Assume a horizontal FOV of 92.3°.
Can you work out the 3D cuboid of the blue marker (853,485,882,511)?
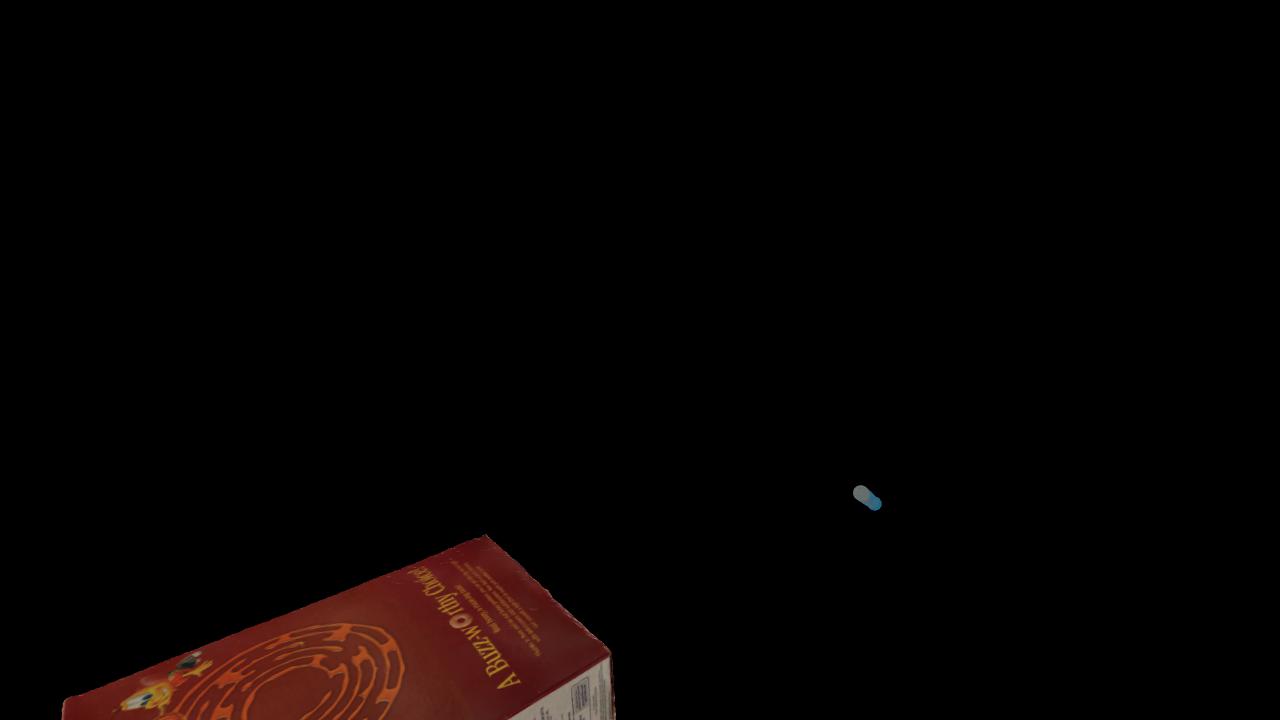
[{"bbox_3d":[0.294,0.179,0.790,0.020,0.020,0.121,0,-18,29],"label":"blue marker"}]

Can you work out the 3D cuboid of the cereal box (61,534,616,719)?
[{"bbox_3d":[-0.197,0.246,0.425,0.306,0.081,0.203,-15,22,-38],"label":"cereal box"}]
